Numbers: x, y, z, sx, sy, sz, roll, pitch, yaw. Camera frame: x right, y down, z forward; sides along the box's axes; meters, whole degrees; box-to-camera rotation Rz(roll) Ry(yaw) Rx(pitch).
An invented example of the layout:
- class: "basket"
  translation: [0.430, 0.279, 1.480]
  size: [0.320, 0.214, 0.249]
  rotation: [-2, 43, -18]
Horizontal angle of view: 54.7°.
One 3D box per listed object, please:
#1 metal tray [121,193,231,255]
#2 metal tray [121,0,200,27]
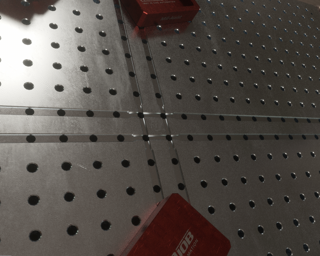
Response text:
- class: "metal tray"
  translation: [0.009, 0.145, 0.323]
  size: [0.090, 0.030, 0.131]
  rotation: [43, 51, 1]
- class: "metal tray"
  translation: [-0.003, -0.227, 0.543]
  size: [0.131, 0.030, 0.090]
  rotation: [-21, 73, -36]
